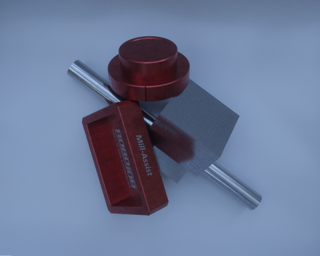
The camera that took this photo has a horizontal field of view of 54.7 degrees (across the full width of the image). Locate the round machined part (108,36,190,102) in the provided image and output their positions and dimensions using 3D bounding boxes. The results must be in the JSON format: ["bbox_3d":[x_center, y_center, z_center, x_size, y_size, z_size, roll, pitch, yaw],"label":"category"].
[{"bbox_3d":[-0.013,-0.077,0.371,0.099,0.098,0.042,-2,131,-1],"label":"round machined part"}]

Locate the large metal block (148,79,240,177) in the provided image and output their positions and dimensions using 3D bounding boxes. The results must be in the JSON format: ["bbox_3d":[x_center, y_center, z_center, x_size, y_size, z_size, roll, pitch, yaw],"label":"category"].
[{"bbox_3d":[0.040,-0.002,0.378,0.080,0.050,0.080,37,47,0],"label":"large metal block"}]

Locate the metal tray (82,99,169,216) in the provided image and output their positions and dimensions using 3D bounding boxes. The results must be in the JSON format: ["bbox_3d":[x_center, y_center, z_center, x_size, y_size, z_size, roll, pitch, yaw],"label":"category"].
[{"bbox_3d":[-0.046,0.038,0.378,0.030,0.090,0.129,-17,90,-41],"label":"metal tray"}]

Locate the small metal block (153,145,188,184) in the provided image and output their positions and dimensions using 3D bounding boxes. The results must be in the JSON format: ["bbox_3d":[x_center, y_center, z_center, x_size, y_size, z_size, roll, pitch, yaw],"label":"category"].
[{"bbox_3d":[0.008,0.042,0.397,0.050,0.050,0.025,38,90,-1],"label":"small metal block"}]

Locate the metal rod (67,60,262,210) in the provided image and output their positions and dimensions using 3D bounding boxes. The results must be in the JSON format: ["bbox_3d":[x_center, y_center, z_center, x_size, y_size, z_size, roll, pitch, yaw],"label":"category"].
[{"bbox_3d":[0.007,0.010,0.410,0.301,0.025,0.025,37,90,-1],"label":"metal rod"}]
